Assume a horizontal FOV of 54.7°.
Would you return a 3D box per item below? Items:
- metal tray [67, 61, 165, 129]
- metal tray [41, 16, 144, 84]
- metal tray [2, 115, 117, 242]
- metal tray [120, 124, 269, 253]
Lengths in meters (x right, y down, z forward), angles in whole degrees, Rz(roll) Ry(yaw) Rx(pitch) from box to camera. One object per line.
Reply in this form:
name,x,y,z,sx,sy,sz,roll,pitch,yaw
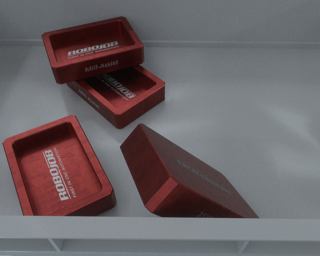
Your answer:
metal tray,-0.067,-0.065,0.455,0.091,0.030,0.130,-37,59,-27
metal tray,-0.099,-0.119,0.460,0.131,0.030,0.090,-18,52,-15
metal tray,-0.118,0.050,0.358,0.091,0.030,0.130,-23,54,-18
metal tray,0.031,0.055,0.283,0.030,0.130,0.090,-50,33,10
